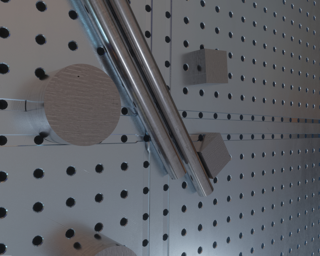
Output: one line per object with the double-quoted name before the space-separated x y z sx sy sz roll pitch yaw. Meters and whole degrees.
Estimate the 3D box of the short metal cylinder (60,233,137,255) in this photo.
"short metal cylinder" -0.067 0.162 0.337 0.081 0.050 0.079 0 90 -40

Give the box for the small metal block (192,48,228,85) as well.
"small metal block" 0.077 -0.092 0.474 0.050 0.025 0.050 -6 94 -40

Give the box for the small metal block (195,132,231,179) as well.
"small metal block" 0.077 0.041 0.474 0.050 0.025 0.050 -40 115 -33

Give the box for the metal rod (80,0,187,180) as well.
"metal rod" -0.036 -0.062 0.378 0.025 0.025 0.299 -40 114 -33

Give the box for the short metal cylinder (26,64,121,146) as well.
"short metal cylinder" -0.088 -0.022 0.319 0.081 0.050 0.079 0 90 -40

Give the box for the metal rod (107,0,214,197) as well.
"metal rod" 0.007 -0.030 0.414 0.025 0.025 0.299 -40 114 -33
